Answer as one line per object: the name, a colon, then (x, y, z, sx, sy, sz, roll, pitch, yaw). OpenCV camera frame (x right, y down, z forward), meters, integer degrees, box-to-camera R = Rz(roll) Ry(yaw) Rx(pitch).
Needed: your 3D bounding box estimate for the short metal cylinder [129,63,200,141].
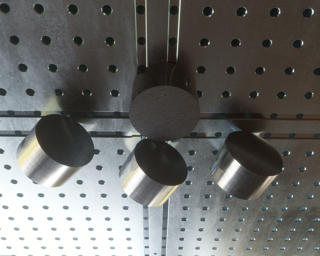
short metal cylinder: (0.005, -0.030, 0.369, 0.081, 0.050, 0.079, 0, 130, 0)

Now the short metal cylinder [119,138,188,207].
short metal cylinder: (-0.009, 0.060, 0.427, 0.080, 0.080, 0.050, 22, 127, -18)

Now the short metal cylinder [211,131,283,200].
short metal cylinder: (0.116, 0.049, 0.419, 0.081, 0.080, 0.050, 14, 129, -12)

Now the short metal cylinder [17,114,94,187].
short metal cylinder: (-0.133, 0.029, 0.399, 0.080, 0.080, 0.050, 34, 122, -25)
